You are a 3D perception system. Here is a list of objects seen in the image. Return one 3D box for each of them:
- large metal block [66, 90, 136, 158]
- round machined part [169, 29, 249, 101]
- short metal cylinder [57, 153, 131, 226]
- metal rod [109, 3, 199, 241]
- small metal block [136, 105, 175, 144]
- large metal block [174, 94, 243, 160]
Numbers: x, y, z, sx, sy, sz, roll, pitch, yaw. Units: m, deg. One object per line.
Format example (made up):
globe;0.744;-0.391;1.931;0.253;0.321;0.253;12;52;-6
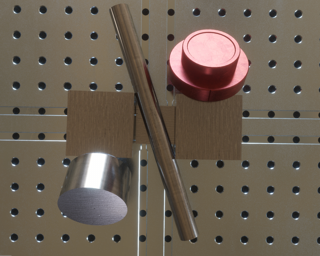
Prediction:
large metal block;-0.073;-0.005;0.401;0.081;0.050;0.079;2;90;0
round machined part;0.060;-0.083;0.381;0.099;0.042;0.098;1;55;-1
short metal cylinder;-0.078;0.076;0.379;0.080;0.050;0.079;1;133;1
metal rod;-0.007;-0.007;0.387;0.025;0.025;0.298;-17;90;0
small metal block;-0.006;-0.004;0.414;0.050;0.025;0.050;1;90;0
large metal block;0.060;-0.001;0.402;0.081;0.050;0.079;1;90;0
